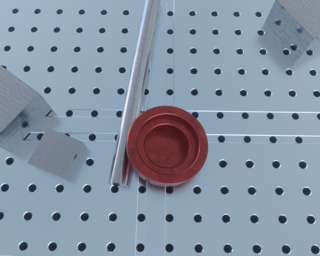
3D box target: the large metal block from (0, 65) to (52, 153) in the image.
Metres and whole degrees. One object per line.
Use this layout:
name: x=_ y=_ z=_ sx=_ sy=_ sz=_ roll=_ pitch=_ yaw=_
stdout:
large metal block: x=-0.207 y=-0.027 z=0.407 sx=0.080 sy=0.050 sz=0.080 roll=35 pitch=74 yaw=11

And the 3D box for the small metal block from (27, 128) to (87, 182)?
small metal block: x=-0.131 y=0.034 z=0.398 sx=0.050 sy=0.025 sz=0.050 roll=21 pitch=71 yaw=7

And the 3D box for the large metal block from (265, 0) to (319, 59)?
large metal block: x=0.221 y=-0.164 z=0.460 sx=0.080 sy=0.050 sz=0.080 roll=-31 pitch=73 yaw=-11

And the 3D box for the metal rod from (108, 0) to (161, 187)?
metal rod: x=-0.031 y=-0.068 z=0.436 sx=0.025 sy=0.025 sz=0.299 roll=8 pitch=70 yaw=3

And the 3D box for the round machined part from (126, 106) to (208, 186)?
round machined part: x=0.007 y=0.025 z=0.389 sx=0.099 sy=0.042 sz=0.098 roll=3 pitch=71 yaw=-8
